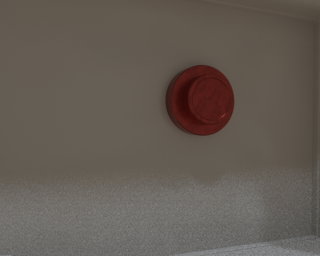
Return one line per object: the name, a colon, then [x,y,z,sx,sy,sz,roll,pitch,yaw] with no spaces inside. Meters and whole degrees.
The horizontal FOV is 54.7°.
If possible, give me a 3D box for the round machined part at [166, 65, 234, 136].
round machined part: [0.061,-0.038,0.425,0.099,0.042,0.097,0,90,-21]
